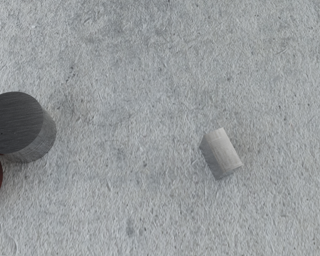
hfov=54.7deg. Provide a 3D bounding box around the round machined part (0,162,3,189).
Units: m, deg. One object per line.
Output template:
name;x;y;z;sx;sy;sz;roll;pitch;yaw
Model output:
round machined part;-0.239;0.065;0.374;0.099;0.042;0.098;0;70;0

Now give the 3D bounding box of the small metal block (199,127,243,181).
small metal block;0.073;0.034;0.383;0.025;0.050;0.050;-22;72;-8

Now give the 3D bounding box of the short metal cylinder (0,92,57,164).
short metal cylinder;-0.180;0.001;0.393;0.081;0.050;0.080;0;70;0
